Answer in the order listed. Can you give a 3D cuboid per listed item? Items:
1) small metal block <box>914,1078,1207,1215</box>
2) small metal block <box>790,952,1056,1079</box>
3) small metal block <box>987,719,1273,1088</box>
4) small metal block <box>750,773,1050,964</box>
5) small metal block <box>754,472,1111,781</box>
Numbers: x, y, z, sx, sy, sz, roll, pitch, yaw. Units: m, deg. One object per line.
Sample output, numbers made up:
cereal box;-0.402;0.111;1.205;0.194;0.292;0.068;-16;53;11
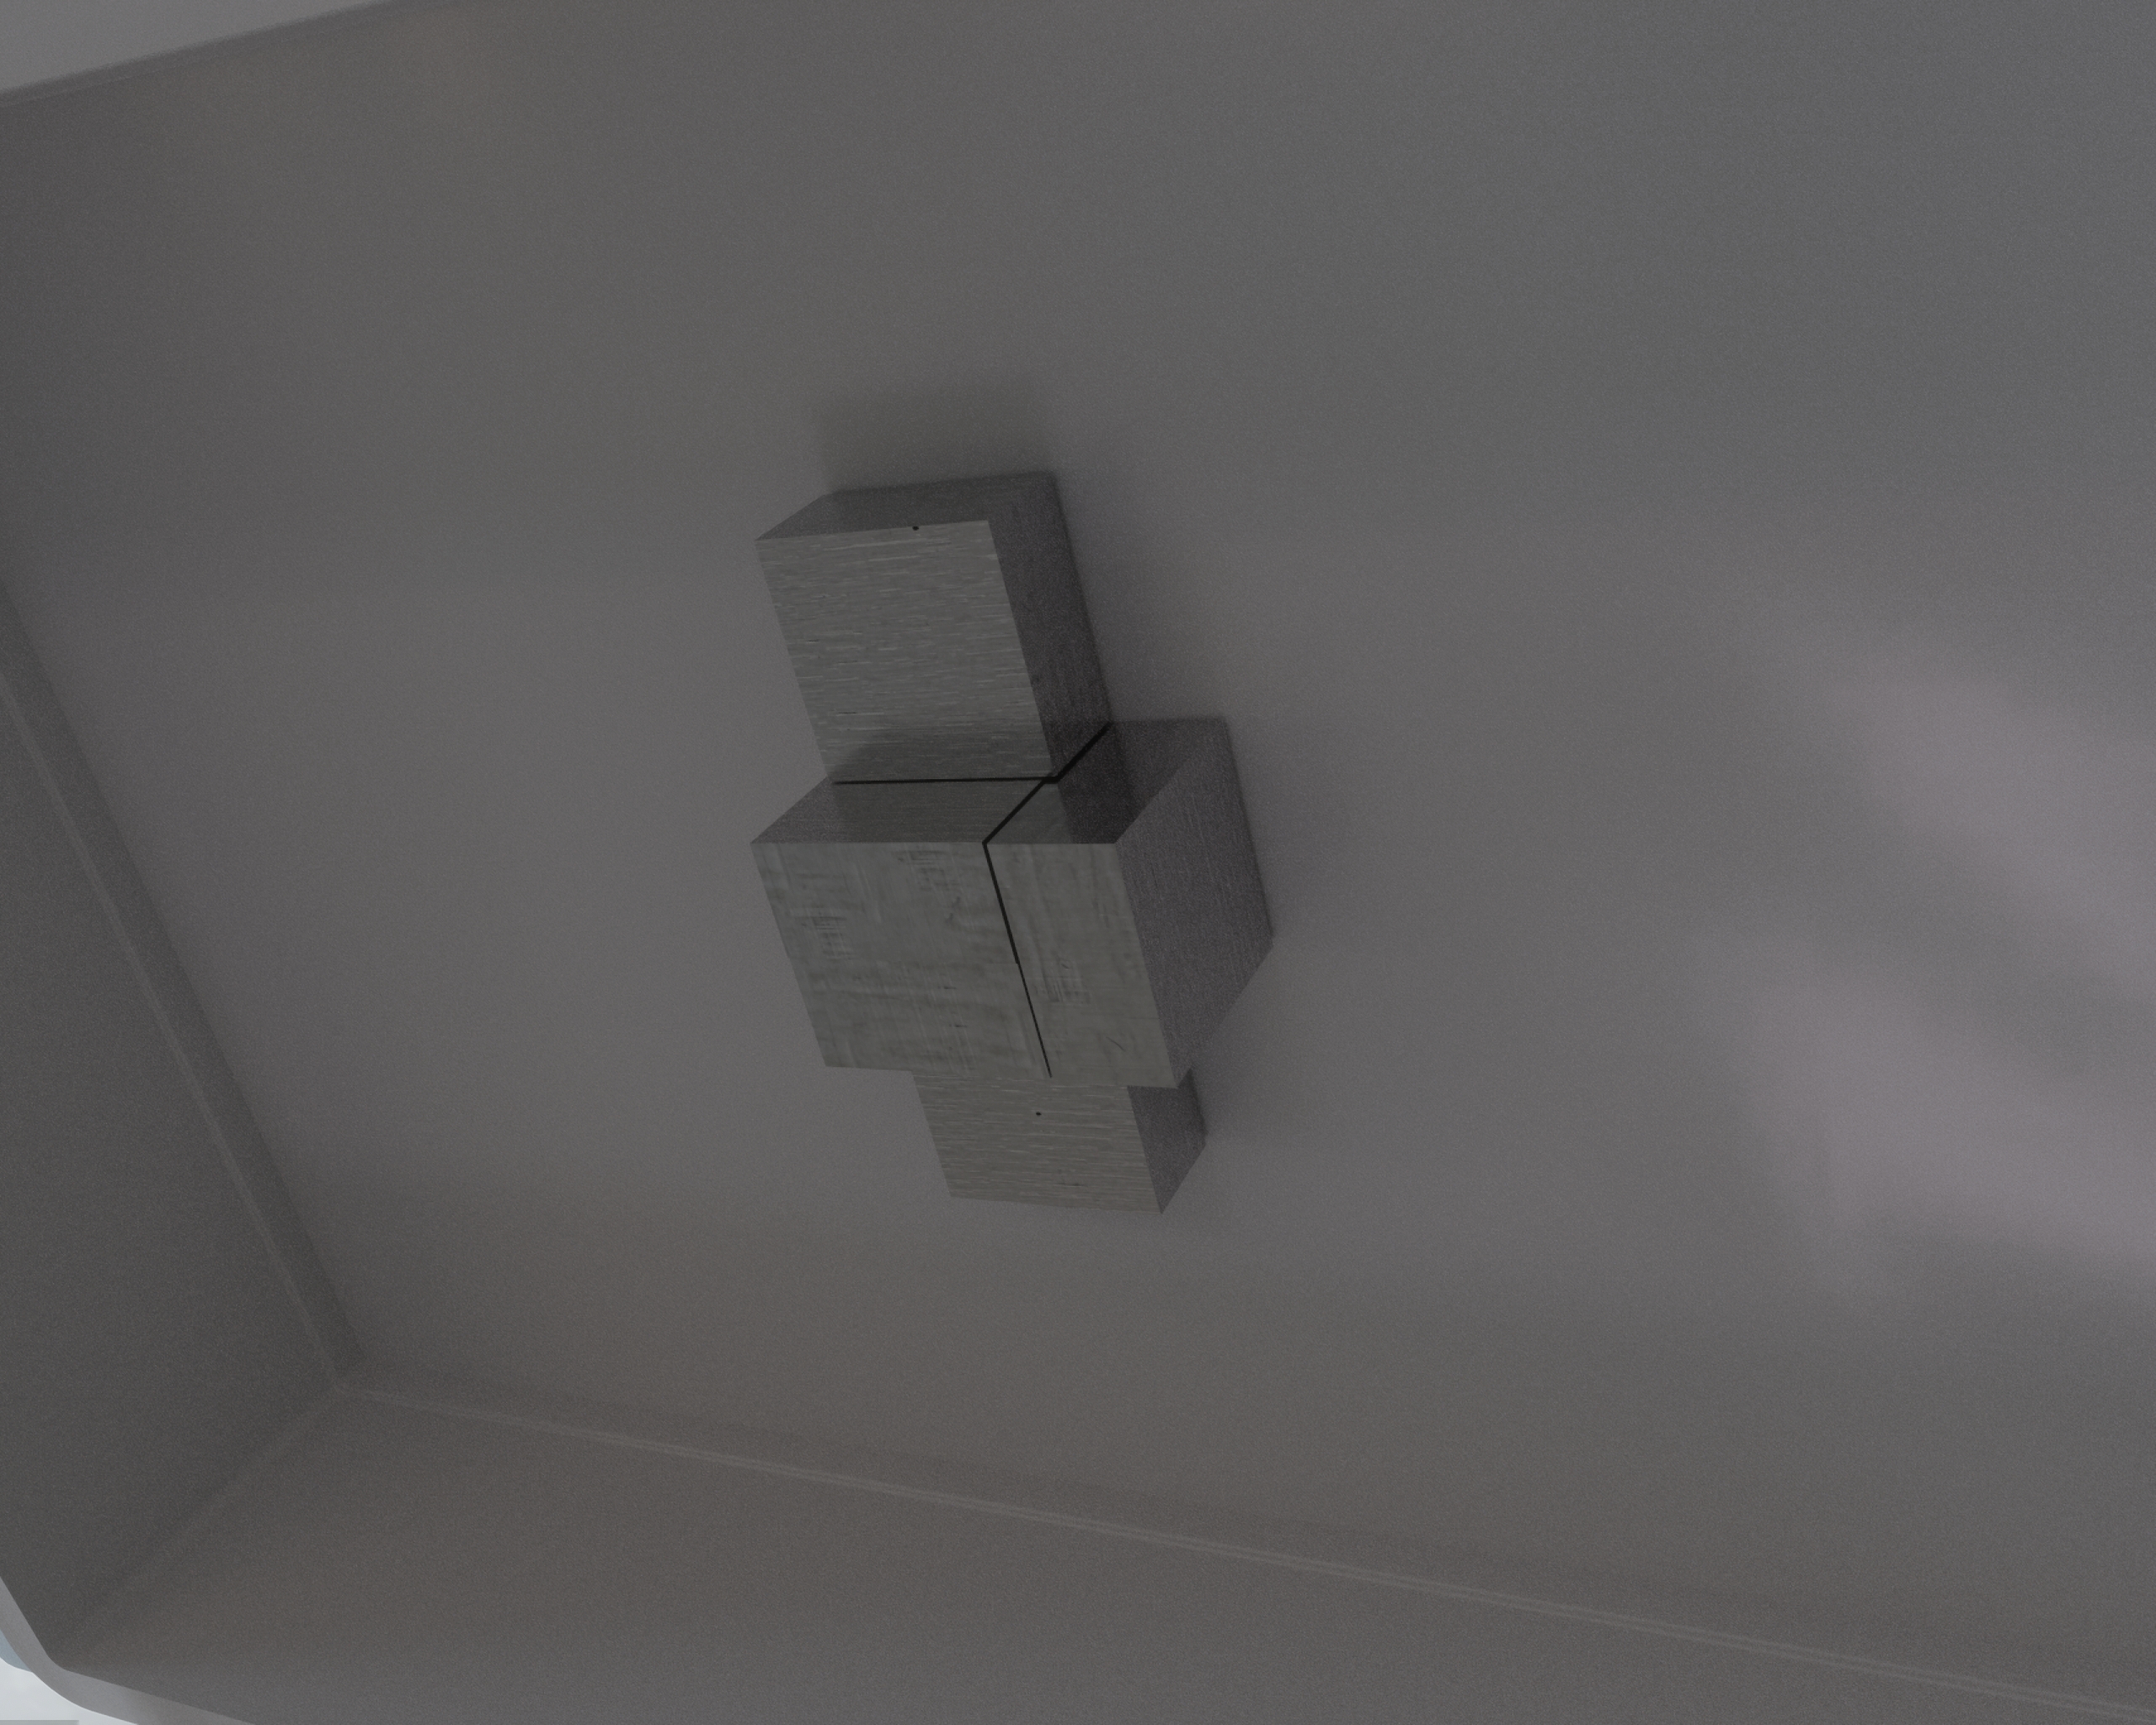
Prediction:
small metal block;-0.006;0.044;0.437;0.050;0.025;0.050;0;119;28
small metal block;-0.020;0.017;0.411;0.050;0.050;0.025;0;118;28
small metal block;0.011;0.007;0.388;0.025;0.050;0.050;0;118;28
small metal block;-0.026;-0.005;0.401;0.050;0.050;0.025;0;118;28
small metal block;-0.027;-0.044;0.394;0.050;0.025;0.050;0;119;28
